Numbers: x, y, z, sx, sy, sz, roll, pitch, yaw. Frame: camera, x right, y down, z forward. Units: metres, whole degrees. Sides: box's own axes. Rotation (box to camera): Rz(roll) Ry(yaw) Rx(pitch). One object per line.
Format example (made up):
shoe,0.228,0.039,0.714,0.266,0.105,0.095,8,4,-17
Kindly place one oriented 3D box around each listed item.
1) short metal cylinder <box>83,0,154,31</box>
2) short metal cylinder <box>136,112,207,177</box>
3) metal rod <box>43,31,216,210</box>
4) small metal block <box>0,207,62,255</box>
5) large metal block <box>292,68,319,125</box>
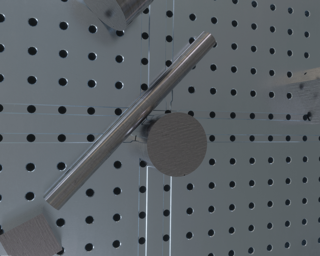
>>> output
short metal cylinder,-0.053,-0.163,0.364,0.080,0.080,0.050,44,76,-15
short metal cylinder,0.014,0.020,0.405,0.081,0.050,0.079,0,90,-20
metal rod,-0.030,-0.019,0.401,0.025,0.025,0.301,46,76,-14
small metal block,-0.149,0.129,0.358,0.050,0.025,0.050,-27,99,-18
large metal block,0.270,-0.052,0.483,0.050,0.080,0.080,-34,101,-17
